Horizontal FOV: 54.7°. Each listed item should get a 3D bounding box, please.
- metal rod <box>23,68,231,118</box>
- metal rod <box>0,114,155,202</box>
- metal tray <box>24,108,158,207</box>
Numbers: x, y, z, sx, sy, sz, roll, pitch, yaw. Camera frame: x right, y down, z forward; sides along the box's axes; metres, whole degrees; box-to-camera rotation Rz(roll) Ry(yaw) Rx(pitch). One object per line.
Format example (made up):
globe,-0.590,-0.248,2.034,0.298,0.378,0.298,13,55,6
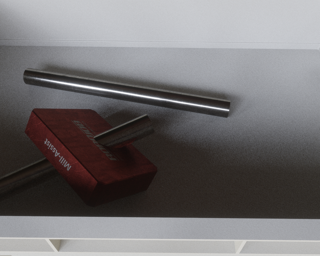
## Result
metal rod,-0.052,-0.052,0.448,0.302,0.025,0.025,10,51,8
metal rod,-0.147,0.055,0.334,0.302,0.025,0.025,-24,54,-11
metal tray,-0.077,0.025,0.348,0.130,0.030,0.091,39,24,28
